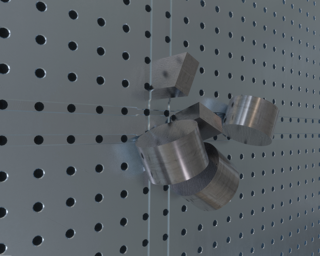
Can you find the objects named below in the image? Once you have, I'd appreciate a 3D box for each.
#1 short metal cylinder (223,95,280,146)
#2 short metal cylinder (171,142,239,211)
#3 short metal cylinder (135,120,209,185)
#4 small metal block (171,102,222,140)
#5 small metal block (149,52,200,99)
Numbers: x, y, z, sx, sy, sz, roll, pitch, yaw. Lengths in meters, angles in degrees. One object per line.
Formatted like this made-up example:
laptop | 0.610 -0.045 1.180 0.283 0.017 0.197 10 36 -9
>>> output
short metal cylinder | 0.143 -0.010 0.493 0.080 0.080 0.050 33 70 -35
short metal cylinder | 0.060 0.066 0.424 0.050 0.080 0.080 40 66 -33
short metal cylinder | 0.015 0.028 0.386 0.081 0.080 0.050 -31 110 -36
small metal block | 0.051 -0.005 0.432 0.050 0.050 0.025 31 48 -36
small metal block | 0.018 -0.068 0.408 0.025 0.050 0.050 32 70 -36
